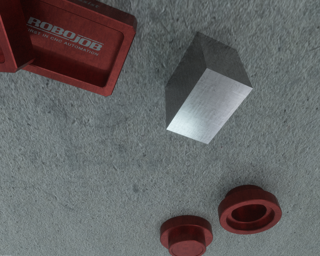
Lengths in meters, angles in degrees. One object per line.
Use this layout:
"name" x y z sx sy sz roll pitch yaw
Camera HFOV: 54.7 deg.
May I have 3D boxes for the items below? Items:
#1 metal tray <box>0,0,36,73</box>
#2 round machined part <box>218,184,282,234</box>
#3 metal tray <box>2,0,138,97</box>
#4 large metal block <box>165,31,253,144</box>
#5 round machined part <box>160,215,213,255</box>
"metal tray" -0.190 -0.101 0.285 0.131 0.030 0.089 6 124 14
"round machined part" 0.144 0.131 0.510 0.099 0.042 0.097 -1 130 0
"metal tray" -0.100 -0.094 0.322 0.131 0.030 0.089 18 128 -15
"large metal block" 0.046 -0.044 0.335 0.050 0.080 0.079 20 127 -17
"round machined part" 0.049 0.207 0.574 0.099 0.042 0.097 -1 130 0
